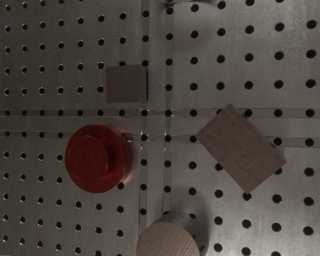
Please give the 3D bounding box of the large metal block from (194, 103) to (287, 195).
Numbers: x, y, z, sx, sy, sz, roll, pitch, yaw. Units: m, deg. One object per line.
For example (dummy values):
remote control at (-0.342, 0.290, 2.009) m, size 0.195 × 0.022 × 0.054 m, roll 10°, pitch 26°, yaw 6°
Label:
large metal block at (0.093, 0.021, 0.350) m, size 0.050 × 0.080 × 0.080 m, roll -44°, pitch 77°, yaw 14°

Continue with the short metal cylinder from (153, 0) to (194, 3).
short metal cylinder at (0.017, -0.193, 0.377) m, size 0.080 × 0.080 × 0.050 m, roll 0°, pitch 90°, yaw 19°

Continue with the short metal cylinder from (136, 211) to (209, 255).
short metal cylinder at (0.017, 0.152, 0.393) m, size 0.080 × 0.050 × 0.079 m, roll 0°, pitch 90°, yaw 19°

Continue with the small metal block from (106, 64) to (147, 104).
small metal block at (-0.046, -0.059, 0.428) m, size 0.050 × 0.025 × 0.050 m, roll -1°, pitch 90°, yaw 19°

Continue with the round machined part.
round machined part at (-0.093, 0.043, 0.435) m, size 0.098 × 0.042 × 0.097 m, roll 0°, pitch 90°, yaw 19°
